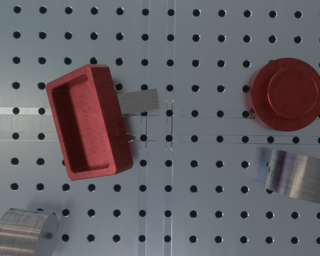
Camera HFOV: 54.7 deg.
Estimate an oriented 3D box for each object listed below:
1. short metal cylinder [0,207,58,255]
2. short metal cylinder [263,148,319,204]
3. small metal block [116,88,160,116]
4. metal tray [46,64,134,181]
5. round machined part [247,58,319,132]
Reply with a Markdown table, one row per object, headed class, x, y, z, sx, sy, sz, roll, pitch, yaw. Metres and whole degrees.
| class | x | y | z | sx | sy | sz | roll | pitch | yaw |
| --- | --- | --- | --- | --- | --- | --- | --- | --- | --- |
| short metal cylinder | -0.166 | 0.143 | 0.385 | 0.050 | 0.080 | 0.080 | 8 | 90 | 0 |
| short metal cylinder | 0.176 | 0.059 | 0.388 | 0.080 | 0.080 | 0.050 | 12 | 90 | 0 |
| small metal block | -0.027 | -0.032 | 0.401 | 0.050 | 0.050 | 0.025 | -9 | 90 | 0 |
| metal tray | -0.090 | -0.004 | 0.386 | 0.090 | 0.030 | 0.129 | -14 | 90 | 36 |
| round machined part | 0.168 | -0.044 | 0.406 | 0.099 | 0.042 | 0.097 | 0 | 90 | 0 |
